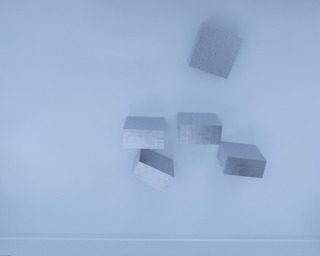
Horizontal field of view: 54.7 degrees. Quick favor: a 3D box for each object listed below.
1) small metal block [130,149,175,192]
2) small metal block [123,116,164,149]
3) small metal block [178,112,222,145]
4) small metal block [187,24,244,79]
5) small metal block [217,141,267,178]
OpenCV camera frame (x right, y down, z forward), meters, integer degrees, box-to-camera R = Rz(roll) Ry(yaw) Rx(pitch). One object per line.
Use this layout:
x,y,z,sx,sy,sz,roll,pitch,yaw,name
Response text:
-0.009,0.054,0.418,0.050,0.050,0.025,26,108,-9,small metal block
-0.020,0.005,0.400,0.050,0.050,0.025,2,110,-1,small metal block
0.049,0.000,0.398,0.050,0.050,0.025,1,110,-1,small metal block
0.066,-0.093,0.377,0.050,0.025,0.050,17,109,-7,small metal block
0.107,0.041,0.414,0.050,0.050,0.025,6,110,-3,small metal block
